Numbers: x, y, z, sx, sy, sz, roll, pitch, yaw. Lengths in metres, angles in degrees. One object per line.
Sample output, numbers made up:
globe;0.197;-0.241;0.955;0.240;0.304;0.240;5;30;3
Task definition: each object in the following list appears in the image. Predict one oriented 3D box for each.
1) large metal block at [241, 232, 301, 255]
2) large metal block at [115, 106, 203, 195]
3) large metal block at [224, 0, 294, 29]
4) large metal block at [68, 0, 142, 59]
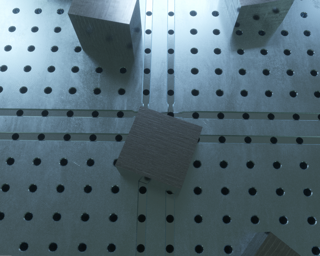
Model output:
large metal block;0.124;0.172;0.336;0.080;0.050;0.080;38;74;13
large metal block;0.000;0.029;0.388;0.080;0.050;0.080;19;71;7
large metal block;0.146;-0.206;0.475;0.080;0.050;0.080;-10;70;-4
large metal block;-0.072;-0.147;0.436;0.080;0.080;0.050;11;71;4
